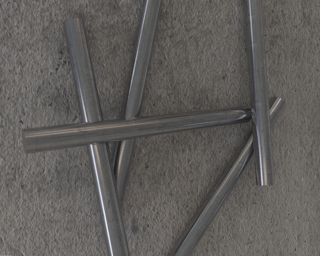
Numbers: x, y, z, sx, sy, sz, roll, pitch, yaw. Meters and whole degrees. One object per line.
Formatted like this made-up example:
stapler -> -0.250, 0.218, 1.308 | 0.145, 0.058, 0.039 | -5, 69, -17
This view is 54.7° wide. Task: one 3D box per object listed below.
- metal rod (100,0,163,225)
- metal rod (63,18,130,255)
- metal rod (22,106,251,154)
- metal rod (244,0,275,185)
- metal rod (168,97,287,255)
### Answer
metal rod -> -0.035, -0.029, 0.395 | 0.025, 0.025, 0.298 | 12, 86, -20
metal rod -> -0.074, 0.020, 0.364 | 0.025, 0.025, 0.298 | -11, 87, -20
metal rod -> -0.003, -0.004, 0.378 | 0.303, 0.025, 0.025 | -7, 93, -31
metal rod -> 0.140, -0.070, 0.443 | 0.025, 0.025, 0.298 | 0, 84, -20
metal rod -> 0.095, 0.078, 0.444 | 0.025, 0.025, 0.300 | 40, 77, -16
